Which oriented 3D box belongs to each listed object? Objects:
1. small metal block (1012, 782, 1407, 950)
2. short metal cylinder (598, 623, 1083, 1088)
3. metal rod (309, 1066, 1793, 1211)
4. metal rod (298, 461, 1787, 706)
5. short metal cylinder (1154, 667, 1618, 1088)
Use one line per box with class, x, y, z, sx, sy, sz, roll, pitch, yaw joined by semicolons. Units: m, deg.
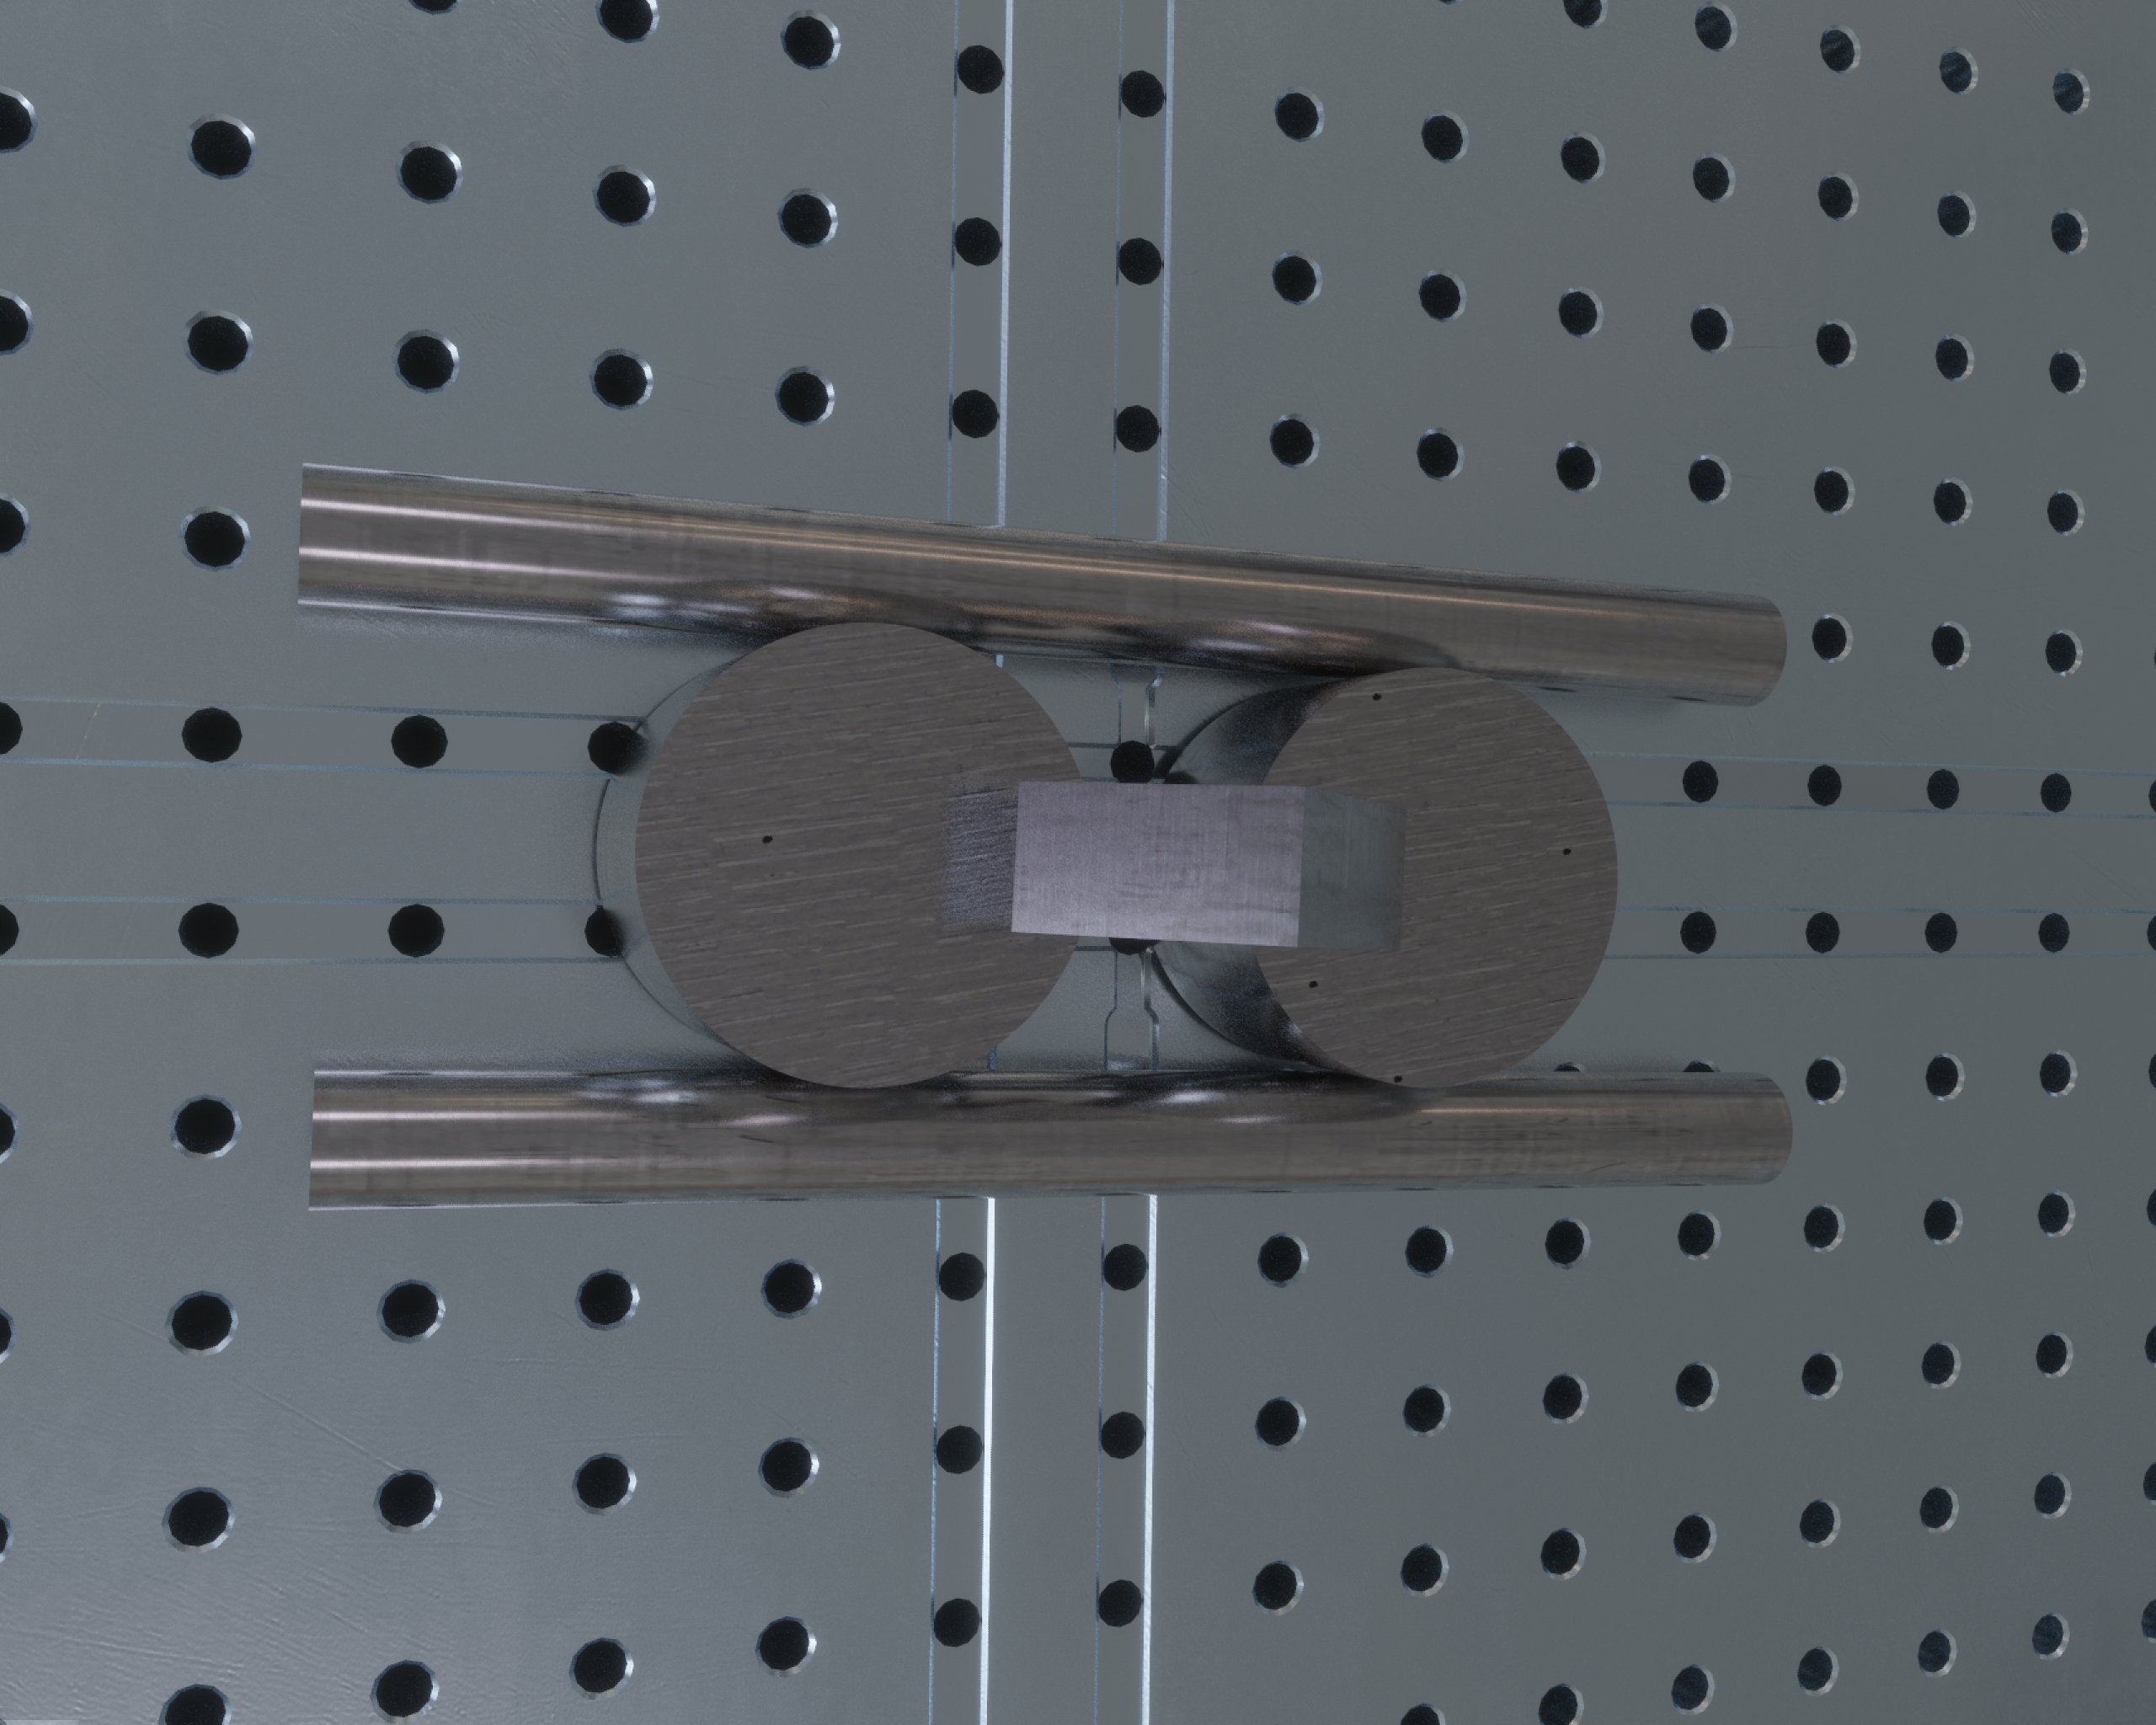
small metal block;0.024;0.001;0.355;0.050;0.050;0.025;6;86;-63
short metal cylinder;-0.043;-0.001;0.380;0.081;0.050;0.079;0;90;-20
metal rod;0.009;0.053;0.413;0.302;0.025;0.025;2;89;-20
metal rod;0.008;-0.052;0.412;0.302;0.025;0.025;2;90;-20
short metal cylinder;0.059;0.003;0.418;0.081;0.050;0.079;0;90;-20
